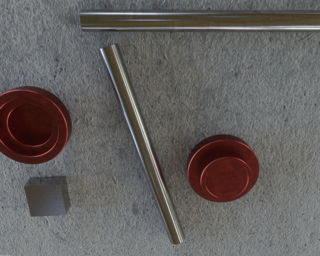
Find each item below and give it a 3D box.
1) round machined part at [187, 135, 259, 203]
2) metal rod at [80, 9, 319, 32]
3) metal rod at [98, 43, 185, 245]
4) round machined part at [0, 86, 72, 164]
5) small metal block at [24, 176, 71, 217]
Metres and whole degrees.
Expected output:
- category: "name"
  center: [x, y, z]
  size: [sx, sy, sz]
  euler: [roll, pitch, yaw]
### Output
- category: "round machined part"
  center: [0.087, 0.062, 0.424]
  size: [0.099, 0.042, 0.097]
  euler: [0, 110, 0]
- category: "metal rod"
  center: [0.061, -0.126, 0.364]
  size: [0.302, 0.025, 0.025]
  euler: [0, 110, -1]
- category: "metal rod"
  center: [-0.018, 0.035, 0.422]
  size: [0.025, 0.025, 0.298]
  euler: [-16, 110, 6]
- category: "round machined part"
  center: [-0.162, -0.006, 0.397]
  size: [0.099, 0.042, 0.097]
  euler: [0, 110, 0]
- category: "small metal block"
  center: [-0.160, 0.098, 0.444]
  size: [0.050, 0.025, 0.050]
  euler: [-3, 110, 1]
